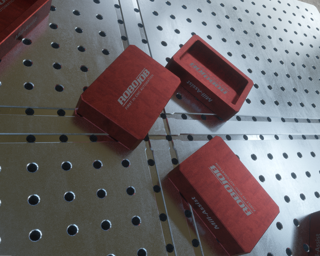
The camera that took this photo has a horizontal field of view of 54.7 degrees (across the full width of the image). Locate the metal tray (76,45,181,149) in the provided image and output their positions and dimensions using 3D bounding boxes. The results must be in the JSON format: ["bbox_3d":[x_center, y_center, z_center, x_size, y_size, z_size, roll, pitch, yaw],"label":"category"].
[{"bbox_3d":[-0.037,-0.046,0.414,0.090,0.030,0.130,36,51,-5],"label":"metal tray"}]

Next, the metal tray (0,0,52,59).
[{"bbox_3d":[-0.208,-0.148,0.383,0.090,0.030,0.130,30,52,-10],"label":"metal tray"}]

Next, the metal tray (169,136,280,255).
[{"bbox_3d":[0.085,0.084,0.401,0.091,0.030,0.130,-32,80,-38],"label":"metal tray"}]

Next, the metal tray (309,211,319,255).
[{"bbox_3d":[0.252,0.189,0.428,0.090,0.030,0.130,32,51,-8],"label":"metal tray"}]

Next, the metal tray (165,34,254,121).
[{"bbox_3d":[0.082,-0.083,0.501,0.130,0.030,0.090,39,51,-2],"label":"metal tray"}]
